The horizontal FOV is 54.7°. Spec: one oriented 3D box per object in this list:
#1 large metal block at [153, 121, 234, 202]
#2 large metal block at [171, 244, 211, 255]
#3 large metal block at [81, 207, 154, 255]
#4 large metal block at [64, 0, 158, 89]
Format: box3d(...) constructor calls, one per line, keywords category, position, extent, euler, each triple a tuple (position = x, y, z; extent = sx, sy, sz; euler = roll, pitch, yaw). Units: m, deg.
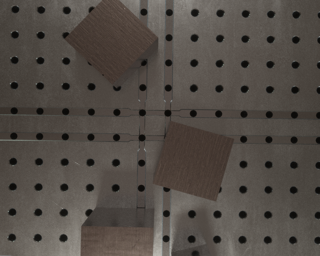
box3d(category="large metal block", position=(0.041, 0.040, 0.402), extent=(0.080, 0.050, 0.080), euler=(16, 90, -1))
box3d(category="large metal block", position=(0.050, 0.205, 0.387), extent=(0.050, 0.080, 0.080), euler=(-14, 90, 0))
box3d(category="large metal block", position=(-0.048, 0.135, 0.385), extent=(0.081, 0.080, 0.050), euler=(2, 90, -1))
box3d(category="large metal block", position=(-0.059, -0.109, 0.400), extent=(0.080, 0.050, 0.080), euler=(44, 90, -1))
